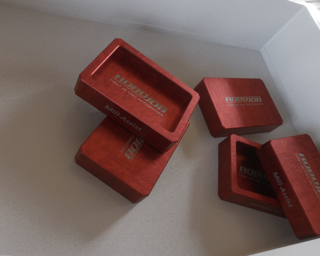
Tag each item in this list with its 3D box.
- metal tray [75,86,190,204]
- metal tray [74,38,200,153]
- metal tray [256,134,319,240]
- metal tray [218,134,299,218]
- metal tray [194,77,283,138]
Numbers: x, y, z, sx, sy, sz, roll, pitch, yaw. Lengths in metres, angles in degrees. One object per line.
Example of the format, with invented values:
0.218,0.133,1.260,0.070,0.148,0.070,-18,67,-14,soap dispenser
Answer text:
-0.028,0.014,0.380,0.090,0.030,0.130,37,51,-4,metal tray
-0.024,-0.042,0.377,0.130,0.030,0.090,35,51,-6,metal tray
0.198,0.075,0.427,0.091,0.030,0.130,-6,65,-32,metal tray
0.146,0.070,0.440,0.131,0.030,0.090,19,54,-17,metal tray
0.126,-0.035,0.494,0.131,0.030,0.090,-4,64,-31,metal tray
